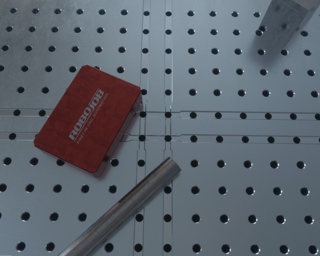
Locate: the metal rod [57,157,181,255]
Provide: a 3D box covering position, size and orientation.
[{"bbox_3d":[-0.092,0.141,0.359,0.301,0.025,0.025,-41,75,-14],"label":"metal rod"}]

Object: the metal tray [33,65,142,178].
[{"bbox_3d":[-0.092,-0.011,0.412,0.090,0.030,0.130,24,72,8],"label":"metal tray"}]

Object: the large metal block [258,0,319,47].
[{"bbox_3d":[0.199,-0.181,0.451,0.050,0.080,0.080,39,75,13],"label":"large metal block"}]
